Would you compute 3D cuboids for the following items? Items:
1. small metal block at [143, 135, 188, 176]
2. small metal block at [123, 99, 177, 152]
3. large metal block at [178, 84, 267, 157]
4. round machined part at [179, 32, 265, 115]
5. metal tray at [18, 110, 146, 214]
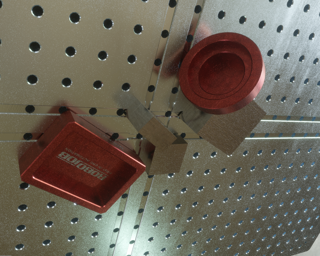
[{"bbox_3d":[0.006,0.038,0.440,0.050,0.025,0.050,0,119,-29],"label":"small metal block"},{"bbox_3d":[-0.012,-0.003,0.388,0.025,0.050,0.050,-45,130,3],"label":"small metal block"},{"bbox_3d":[0.088,-0.018,0.434,0.080,0.050,0.080,32,100,-39],"label":"large metal block"},{"bbox_3d":[0.076,-0.062,0.373,0.098,0.098,0.042,-47,149,5],"label":"round machined part"},{"bbox_3d":[-0.092,0.048,0.388,0.090,0.030,0.130,-47,130,5],"label":"metal tray"}]
